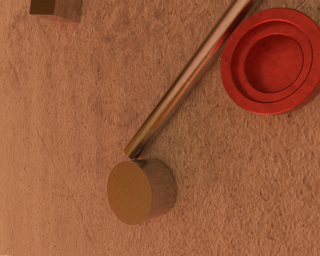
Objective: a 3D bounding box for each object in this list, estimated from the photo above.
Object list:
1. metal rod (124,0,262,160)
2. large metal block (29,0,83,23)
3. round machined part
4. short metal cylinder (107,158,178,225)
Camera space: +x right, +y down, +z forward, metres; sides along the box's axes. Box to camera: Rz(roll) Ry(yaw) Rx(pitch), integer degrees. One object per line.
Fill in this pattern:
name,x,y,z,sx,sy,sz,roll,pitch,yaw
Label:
metal rod,0.041,-0.070,0.370,0.298,0.025,0.025,-52,60,27
large metal block,-0.177,-0.230,0.535,0.080,0.050,0.079,18,101,38
round machined part,0.113,-0.061,0.301,0.098,0.042,0.097,0,90,40
short metal cylinder,-0.024,0.082,0.409,0.080,0.050,0.079,0,90,40
